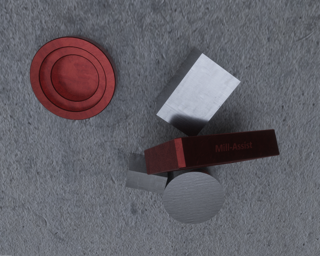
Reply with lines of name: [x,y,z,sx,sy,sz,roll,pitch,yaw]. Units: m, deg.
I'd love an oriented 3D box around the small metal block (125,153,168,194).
small metal block: [-0.017,0.060,0.418,0.050,0.050,0.025,12,111,-5]

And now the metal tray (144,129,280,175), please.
metal tray: [0.058,0.029,0.361,0.131,0.090,0.030,-4,80,-26]

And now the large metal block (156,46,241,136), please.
large metal block: [0.040,-0.045,0.364,0.050,0.080,0.080,34,106,-11]

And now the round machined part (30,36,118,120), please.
round machined part: [-0.101,-0.062,0.376,0.099,0.042,0.097,0,110,-1]

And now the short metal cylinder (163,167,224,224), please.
short metal cylinder: [0.044,0.084,0.428,0.081,0.050,0.079,0,110,-1]
